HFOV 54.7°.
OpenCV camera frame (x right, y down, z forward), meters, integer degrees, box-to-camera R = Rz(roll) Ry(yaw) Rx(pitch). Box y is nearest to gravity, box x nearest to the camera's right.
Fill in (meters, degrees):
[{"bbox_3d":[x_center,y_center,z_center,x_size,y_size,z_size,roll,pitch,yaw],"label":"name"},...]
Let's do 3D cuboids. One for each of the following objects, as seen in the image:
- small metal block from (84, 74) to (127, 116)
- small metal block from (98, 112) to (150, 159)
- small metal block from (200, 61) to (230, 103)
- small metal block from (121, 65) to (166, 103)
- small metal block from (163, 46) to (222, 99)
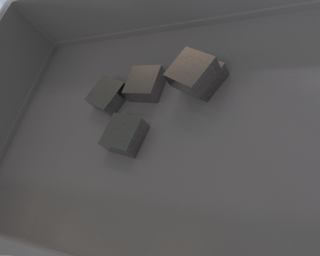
[{"bbox_3d":[-0.080,-0.050,0.479,0.050,0.025,0.050,26,76,37],"label":"small metal block"},{"bbox_3d":[-0.049,0.010,0.426,0.050,0.025,0.050,11,67,33],"label":"small metal block"},{"bbox_3d":[0.056,-0.069,0.419,0.050,0.025,0.050,33,80,38],"label":"small metal block"},{"bbox_3d":[-0.022,-0.065,0.457,0.050,0.025,0.050,5,64,30],"label":"small metal block"},{"bbox_3d":[0.041,-0.072,0.396,0.050,0.025,0.050,31,79,38],"label":"small metal block"}]
